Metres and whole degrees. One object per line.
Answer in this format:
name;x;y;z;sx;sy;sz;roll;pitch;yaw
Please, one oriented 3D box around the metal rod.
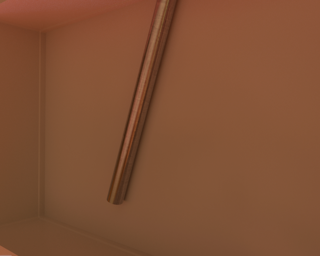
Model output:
metal rod;-0.028;-0.033;0.427;0.025;0.025;0.298;25;105;37
